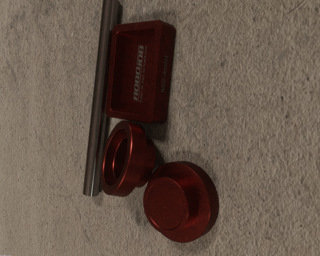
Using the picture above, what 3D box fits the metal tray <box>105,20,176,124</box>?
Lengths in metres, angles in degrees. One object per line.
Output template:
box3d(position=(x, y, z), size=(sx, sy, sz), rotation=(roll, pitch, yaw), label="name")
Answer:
box3d(position=(-0.029, -0.075, 0.423), size=(0.090, 0.030, 0.129), rotation=(10, 96, 39), label="metal tray")

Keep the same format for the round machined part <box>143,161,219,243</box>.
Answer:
box3d(position=(0.018, 0.091, 0.377), size=(0.098, 0.042, 0.097), rotation=(0, 90, 39), label="round machined part")

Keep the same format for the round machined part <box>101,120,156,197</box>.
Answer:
box3d(position=(-0.040, 0.042, 0.409), size=(0.098, 0.042, 0.098), rotation=(-37, 45, 49), label="round machined part")

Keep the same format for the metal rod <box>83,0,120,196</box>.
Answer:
box3d(position=(-0.091, -0.043, 0.477), size=(0.025, 0.025, 0.298), rotation=(12, 98, 39), label="metal rod")
